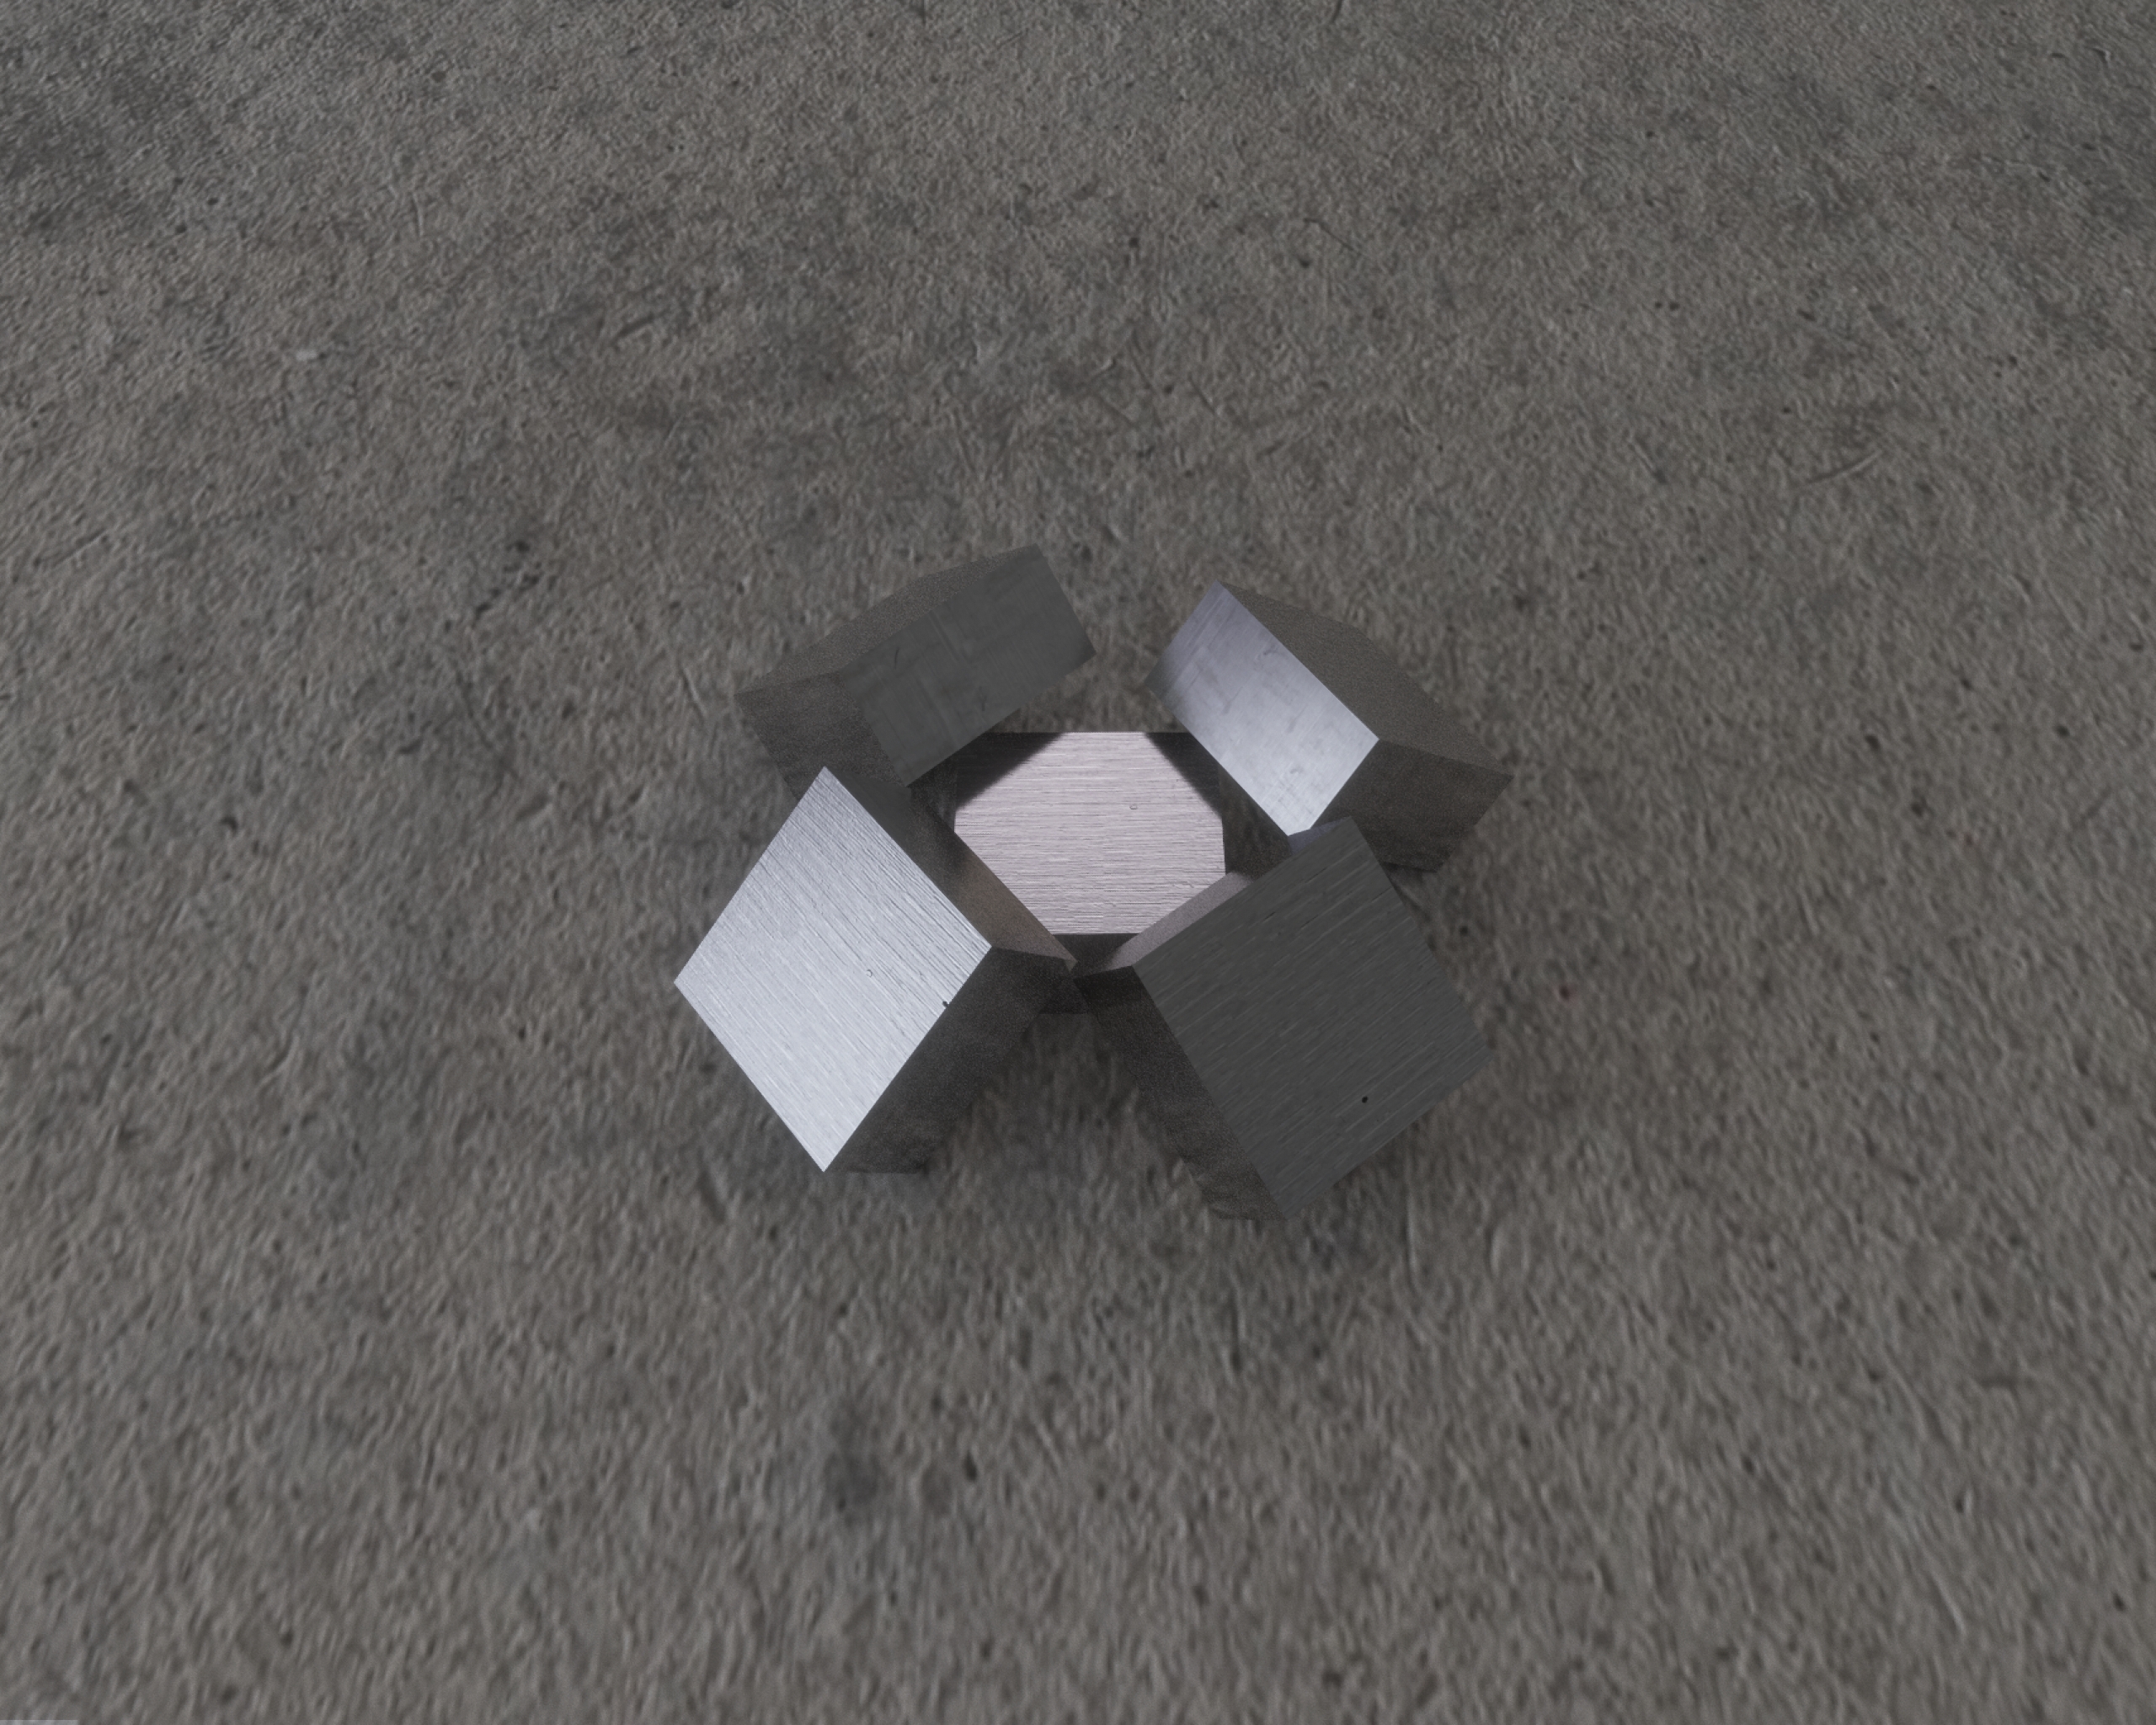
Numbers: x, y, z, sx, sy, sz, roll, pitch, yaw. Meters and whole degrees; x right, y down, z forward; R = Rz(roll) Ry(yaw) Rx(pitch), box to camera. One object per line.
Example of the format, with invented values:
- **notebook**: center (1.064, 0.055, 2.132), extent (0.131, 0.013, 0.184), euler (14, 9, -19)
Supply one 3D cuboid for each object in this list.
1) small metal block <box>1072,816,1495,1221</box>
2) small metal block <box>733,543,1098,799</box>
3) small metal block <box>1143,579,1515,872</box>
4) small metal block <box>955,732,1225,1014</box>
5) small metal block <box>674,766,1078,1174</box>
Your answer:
- **small metal block**: center (0.036, 0.027, 0.364), extent (0.050, 0.025, 0.050), euler (-33, 95, -24)
- **small metal block**: center (-0.033, -0.037, 0.417), extent (0.050, 0.025, 0.050), euler (-37, 17, -27)
- **small metal block**: center (0.049, -0.026, 0.408), extent (0.050, 0.025, 0.050), euler (9, 33, -50)
- **small metal block**: center (0.002, 0.002, 0.402), extent (0.050, 0.025, 0.050), euler (0, 50, 0)
- **small metal block**: center (-0.037, 0.019, 0.368), extent (0.050, 0.025, 0.050), euler (45, 107, 31)
